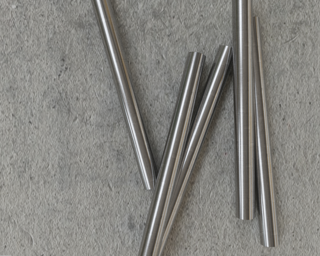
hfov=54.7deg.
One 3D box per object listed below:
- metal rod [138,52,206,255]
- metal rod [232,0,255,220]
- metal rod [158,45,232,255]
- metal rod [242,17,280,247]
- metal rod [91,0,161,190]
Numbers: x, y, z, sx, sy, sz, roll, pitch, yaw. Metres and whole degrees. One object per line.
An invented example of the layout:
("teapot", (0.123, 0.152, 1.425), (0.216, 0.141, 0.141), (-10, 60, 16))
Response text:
("metal rod", (0.013, 0.048, 0.393), (0.025, 0.025, 0.299), (14, 83, -1))
("metal rod", (0.107, -0.031, 0.397), (0.025, 0.025, 0.298), (-2, 96, -1))
("metal rod", (0.039, 0.036, 0.410), (0.025, 0.025, 0.299), (20, 90, -1))
("metal rod", (0.133, 0.005, 0.411), (0.025, 0.025, 0.298), (-5, 90, -1))
("metal rod", (-0.049, -0.066, 0.409), (0.025, 0.025, 0.298), (-16, 90, 0))
